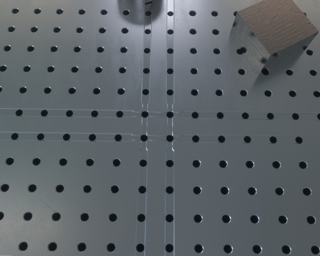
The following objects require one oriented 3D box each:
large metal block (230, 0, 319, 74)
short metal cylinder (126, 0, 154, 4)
[{"bbox_3d":[0.162,-0.138,0.450,0.080,0.050,0.080,-27,72,-9],"label":"large metal block"},{"bbox_3d":[-0.033,-0.246,0.488,0.081,0.050,0.080,0,70,0],"label":"short metal cylinder"}]
